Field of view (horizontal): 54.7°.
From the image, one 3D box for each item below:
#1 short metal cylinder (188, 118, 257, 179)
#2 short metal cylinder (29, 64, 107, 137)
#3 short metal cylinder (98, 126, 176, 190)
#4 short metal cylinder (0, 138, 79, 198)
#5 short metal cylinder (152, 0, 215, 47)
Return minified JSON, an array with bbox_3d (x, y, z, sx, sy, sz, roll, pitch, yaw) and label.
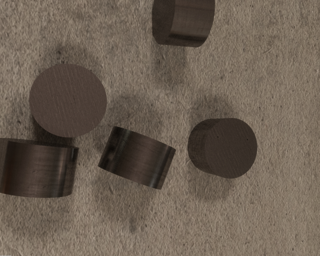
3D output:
[{"bbox_3d":[0.086,0.026,0.429,0.081,0.050,0.079,0,90,-20],"label":"short metal cylinder"},{"bbox_3d":[-0.106,-0.030,0.357,0.081,0.050,0.079,0,90,-21],"label":"short metal cylinder"},{"bbox_3d":[-0.027,0.036,0.371,0.080,0.080,0.050,23,82,-19],"label":"short metal cylinder"},{"bbox_3d":[-0.132,0.041,0.332,0.081,0.080,0.050,9,87,-20],"label":"short metal cylinder"},{"bbox_3d":[0.027,-0.144,0.391,0.050,0.080,0.079,-1,91,-20],"label":"short metal cylinder"}]
